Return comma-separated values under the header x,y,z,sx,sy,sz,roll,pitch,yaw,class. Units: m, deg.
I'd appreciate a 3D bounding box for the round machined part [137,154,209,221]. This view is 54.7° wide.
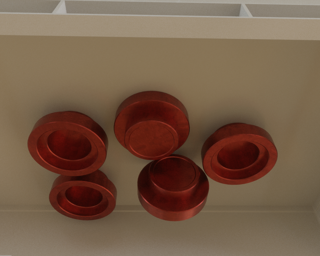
x,y,z,sx,sy,sz,roll,pitch,yaw,class
0.018,0.074,0.424,0.099,0.098,0.042,2,130,-2,round machined part

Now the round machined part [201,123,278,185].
x,y,z,sx,sy,sz,roll,pitch,yaw,class
0.106,0.031,0.426,0.099,0.042,0.097,-1,130,0,round machined part

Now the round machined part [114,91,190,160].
x,y,z,sx,sy,sz,roll,pitch,yaw,class
-0.011,0.004,0.401,0.099,0.042,0.097,0,130,0,round machined part

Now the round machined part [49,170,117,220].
x,y,z,sx,sy,sz,roll,pitch,yaw,class
-0.116,0.097,0.479,0.099,0.042,0.097,-1,130,0,round machined part

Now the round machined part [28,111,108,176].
x,y,z,sx,sy,sz,roll,pitch,yaw,class
-0.118,0.016,0.410,0.099,0.042,0.097,-1,130,0,round machined part
